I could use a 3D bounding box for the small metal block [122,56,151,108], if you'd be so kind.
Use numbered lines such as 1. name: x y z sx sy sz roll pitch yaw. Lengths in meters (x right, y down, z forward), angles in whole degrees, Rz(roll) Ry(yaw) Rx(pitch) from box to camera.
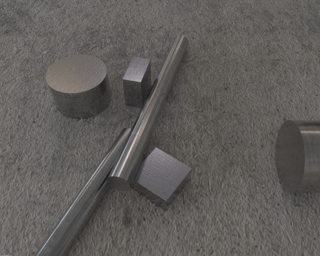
1. small metal block: -0.031 -0.065 0.441 0.025 0.050 0.050 11 51 9

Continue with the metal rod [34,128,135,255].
1. metal rod: -0.100 0.113 0.307 0.025 0.025 0.301 20 53 15

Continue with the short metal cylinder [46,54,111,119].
1. short metal cylinder: -0.112 -0.059 0.435 0.081 0.050 0.080 0 50 0

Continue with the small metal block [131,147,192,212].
1. small metal block: 0.001 0.058 0.355 0.050 0.025 0.050 29 56 22

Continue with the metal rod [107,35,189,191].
1. metal rod: -0.003 -0.044 0.423 0.025 0.025 0.301 12 46 10

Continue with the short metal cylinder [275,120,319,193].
1. short metal cylinder: 0.167 0.031 0.342 0.050 0.080 0.080 1 50 0
